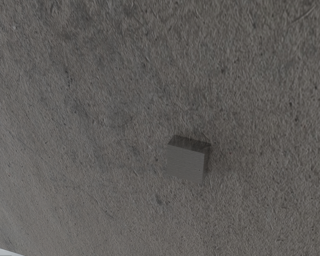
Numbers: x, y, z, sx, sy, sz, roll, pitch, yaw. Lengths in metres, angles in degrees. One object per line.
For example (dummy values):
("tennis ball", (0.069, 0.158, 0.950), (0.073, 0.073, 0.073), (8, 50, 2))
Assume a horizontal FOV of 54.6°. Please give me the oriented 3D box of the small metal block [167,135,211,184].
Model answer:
("small metal block", (0.037, 0.042, 0.413), (0.050, 0.025, 0.050), (13, 124, 21))
